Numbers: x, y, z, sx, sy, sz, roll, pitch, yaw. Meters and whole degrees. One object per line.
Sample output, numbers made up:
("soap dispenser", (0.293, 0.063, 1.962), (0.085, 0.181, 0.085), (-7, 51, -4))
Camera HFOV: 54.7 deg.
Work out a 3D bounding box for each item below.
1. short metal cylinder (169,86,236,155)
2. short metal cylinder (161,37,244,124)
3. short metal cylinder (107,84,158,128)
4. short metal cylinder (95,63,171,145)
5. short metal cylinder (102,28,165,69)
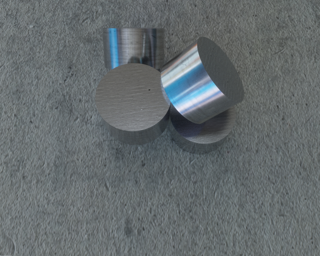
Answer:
("short metal cylinder", (0.052, -0.011, 0.400), (0.081, 0.050, 0.080), (0, 70, 0))
("short metal cylinder", (0.047, -0.051, 0.339), (0.050, 0.081, 0.080), (-32, 67, 34))
("short metal cylinder", (-0.039, -0.030, 0.406), (0.081, 0.050, 0.080), (0, 70, 0))
("short metal cylinder", (-0.028, -0.026, 0.351), (0.081, 0.050, 0.080), (0, 70, 0))
("short metal cylinder", (-0.034, -0.107, 0.412), (0.081, 0.080, 0.050), (0, 109, 0))
